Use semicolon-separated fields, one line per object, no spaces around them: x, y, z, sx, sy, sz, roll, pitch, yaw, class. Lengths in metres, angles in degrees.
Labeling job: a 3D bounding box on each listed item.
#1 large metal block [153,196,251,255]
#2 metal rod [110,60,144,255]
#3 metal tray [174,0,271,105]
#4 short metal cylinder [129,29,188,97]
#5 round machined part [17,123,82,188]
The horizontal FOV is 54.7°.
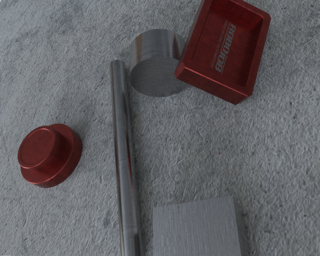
0.041;0.116;0.294;0.080;0.050;0.080;-14;56;20;large metal block
-0.049;0.021;0.415;0.025;0.025;0.299;-20;54;16;metal rod
0.081;-0.104;0.387;0.090;0.030;0.130;23;68;-9;metal tray
-0.001;-0.086;0.421;0.080;0.080;0.050;-15;56;19;short metal cylinder
-0.168;0.035;0.457;0.098;0.042;0.098;-13;56;20;round machined part
